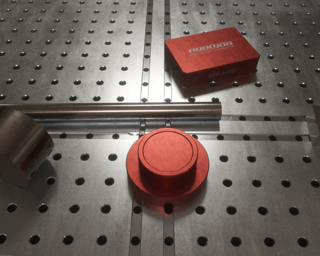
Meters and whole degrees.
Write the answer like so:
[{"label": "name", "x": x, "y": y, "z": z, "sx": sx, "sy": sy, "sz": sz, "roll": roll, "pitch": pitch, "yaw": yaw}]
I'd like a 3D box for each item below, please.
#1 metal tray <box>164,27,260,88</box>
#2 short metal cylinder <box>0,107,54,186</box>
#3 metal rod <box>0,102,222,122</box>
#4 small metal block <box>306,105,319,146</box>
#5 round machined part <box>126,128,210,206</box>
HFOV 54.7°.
[{"label": "metal tray", "x": 0.082, "y": -0.118, "z": 0.504, "sx": 0.131, "sy": 0.030, "sz": 0.090, "roll": -15, "pitch": 52, "yaw": -13}, {"label": "short metal cylinder", "x": -0.170, "y": 0.022, "z": 0.351, "sx": 0.080, "sy": 0.080, "sz": 0.050, "roll": 16, "pitch": 52, "yaw": 12}, {"label": "metal rod", "x": -0.068, "y": -0.022, "z": 0.425, "sx": 0.302, "sy": 0.025, "sz": 0.025, "roll": -1, "pitch": 50, "yaw": -1}, {"label": "small metal block", "x": 0.228, "y": -0.002, "z": 0.412, "sx": 0.050, "sy": 0.025, "sz": 0.050, "roll": 6, "pitch": 50, "yaw": 4}, {"label": "round machined part", "x": 0.009, "y": 0.038, "z": 0.365, "sx": 0.099, "sy": 0.042, "sz": 0.098, "roll": 0, "pitch": 50, "yaw": 0}]
